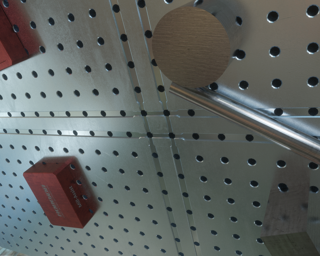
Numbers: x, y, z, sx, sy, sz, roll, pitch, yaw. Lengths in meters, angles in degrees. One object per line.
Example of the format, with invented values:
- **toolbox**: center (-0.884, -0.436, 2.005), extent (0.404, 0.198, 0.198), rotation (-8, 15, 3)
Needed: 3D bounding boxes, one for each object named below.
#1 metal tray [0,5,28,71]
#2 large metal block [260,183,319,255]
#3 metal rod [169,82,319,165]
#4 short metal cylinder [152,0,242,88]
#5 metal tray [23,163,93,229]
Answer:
- **metal tray**: center (-0.272, -0.127, 0.473), extent (0.130, 0.030, 0.090), rotation (-10, 113, 32)
- **large metal block**: center (0.167, 0.125, 0.365), extent (0.050, 0.080, 0.080), rotation (-24, 106, 36)
- **metal rod**: center (0.148, 0.014, 0.341), extent (0.301, 0.025, 0.025), rotation (27, 128, 11)
- **short metal cylinder**: center (0.039, -0.088, 0.320), extent (0.080, 0.050, 0.079), rotation (13, 124, 21)
- **metal tray**: center (-0.194, 0.130, 0.591), extent (0.090, 0.030, 0.129), rotation (-5, 116, 30)
